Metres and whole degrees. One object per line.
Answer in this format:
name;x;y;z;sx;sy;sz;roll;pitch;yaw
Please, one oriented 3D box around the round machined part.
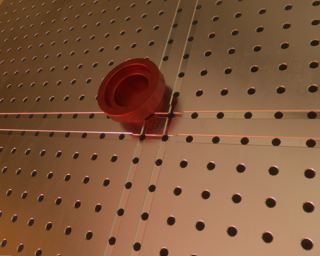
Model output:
round machined part;-0.037;-0.049;0.445;0.098;0.042;0.098;-13;56;20
